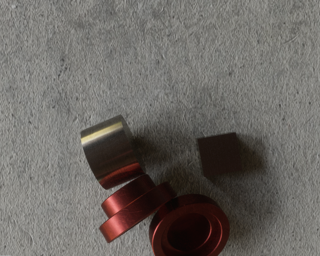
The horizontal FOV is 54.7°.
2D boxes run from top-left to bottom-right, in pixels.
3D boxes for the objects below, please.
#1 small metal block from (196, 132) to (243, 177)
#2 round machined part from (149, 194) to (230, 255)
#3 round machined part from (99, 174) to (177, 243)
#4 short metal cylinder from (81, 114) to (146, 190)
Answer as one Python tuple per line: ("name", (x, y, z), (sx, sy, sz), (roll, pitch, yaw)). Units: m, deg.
("small metal block", (0.077, 0.034, 0.411), (0.050, 0.025, 0.050), (-10, 90, -1))
("round machined part", (0.034, 0.125, 0.391), (0.099, 0.042, 0.097), (-5, 109, -13))
("round machined part", (-0.031, 0.092, 0.375), (0.098, 0.098, 0.042), (-35, 77, 0))
("short metal cylinder", (-0.056, 0.029, 0.382), (0.050, 0.080, 0.080), (-23, 90, 0))
